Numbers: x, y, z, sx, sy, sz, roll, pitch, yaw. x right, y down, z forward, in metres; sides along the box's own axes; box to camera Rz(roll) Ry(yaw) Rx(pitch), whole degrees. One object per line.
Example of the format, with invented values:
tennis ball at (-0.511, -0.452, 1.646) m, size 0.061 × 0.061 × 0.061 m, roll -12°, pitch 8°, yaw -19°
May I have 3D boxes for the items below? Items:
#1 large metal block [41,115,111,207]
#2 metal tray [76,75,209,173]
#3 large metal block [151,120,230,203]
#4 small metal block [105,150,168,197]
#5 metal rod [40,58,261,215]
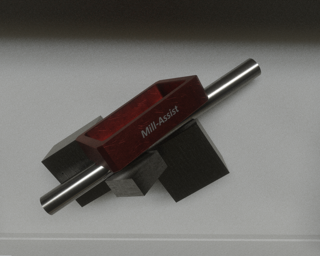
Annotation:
large metal block at (-0.091, 0.043, 0.409) m, size 0.080 × 0.050 × 0.080 m, roll -32°, pitch 107°, yaw 10°
metal tray at (-0.021, -0.010, 0.343) m, size 0.131 × 0.090 × 0.030 m, roll -38°, pitch 110°, yaw -21°
large metal block at (0.033, 0.038, 0.411) m, size 0.080 × 0.050 × 0.080 m, roll -32°, pitch 107°, yaw 10°
small metal block at (-0.028, 0.054, 0.364) m, size 0.050 × 0.050 × 0.025 m, roll -14°, pitch 114°, yaw 44°
metal rod at (-0.007, 0.007, 0.373) m, size 0.301 × 0.025 × 0.025 m, roll -34°, pitch 108°, yaw -5°
